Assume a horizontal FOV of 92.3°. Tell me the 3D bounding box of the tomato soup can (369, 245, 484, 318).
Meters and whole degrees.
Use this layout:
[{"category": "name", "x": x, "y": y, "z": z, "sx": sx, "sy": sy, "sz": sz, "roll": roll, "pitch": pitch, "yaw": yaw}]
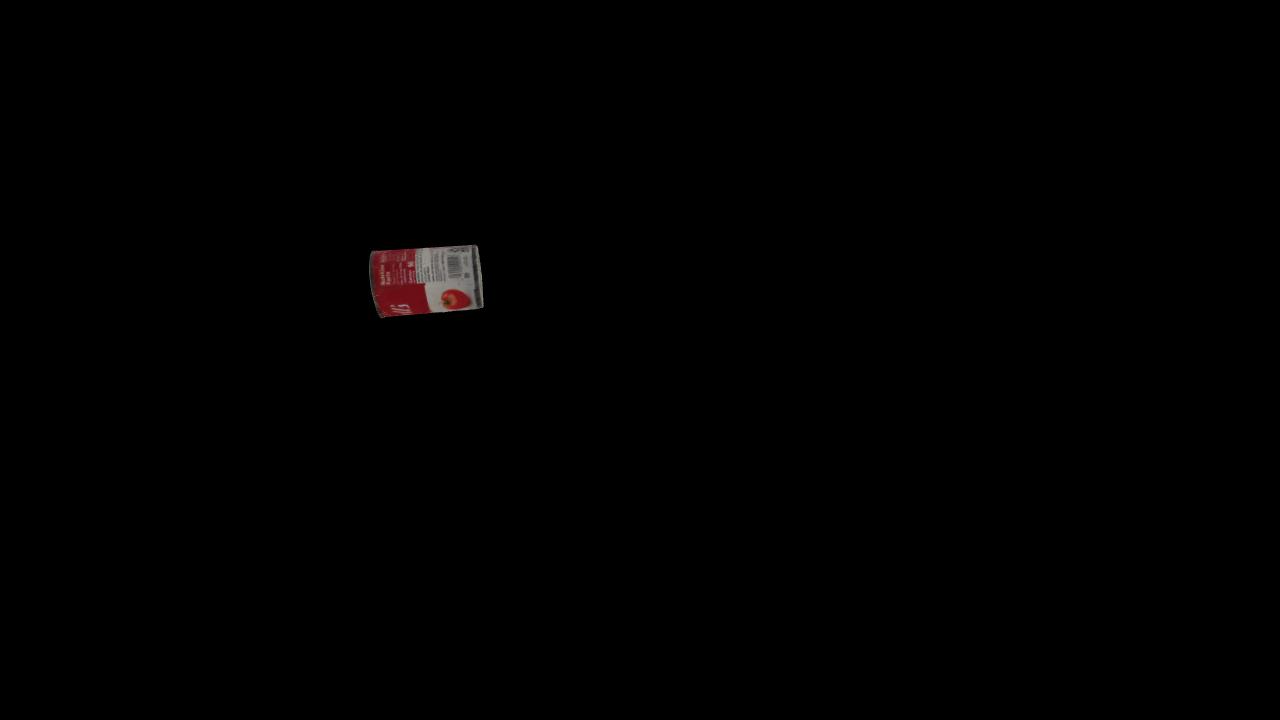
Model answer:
[{"category": "tomato soup can", "x": -0.213, "y": -0.081, "z": 0.623, "sx": 0.101, "sy": 0.068, "sz": 0.068, "roll": -7, "pitch": 1, "yaw": -11}]
